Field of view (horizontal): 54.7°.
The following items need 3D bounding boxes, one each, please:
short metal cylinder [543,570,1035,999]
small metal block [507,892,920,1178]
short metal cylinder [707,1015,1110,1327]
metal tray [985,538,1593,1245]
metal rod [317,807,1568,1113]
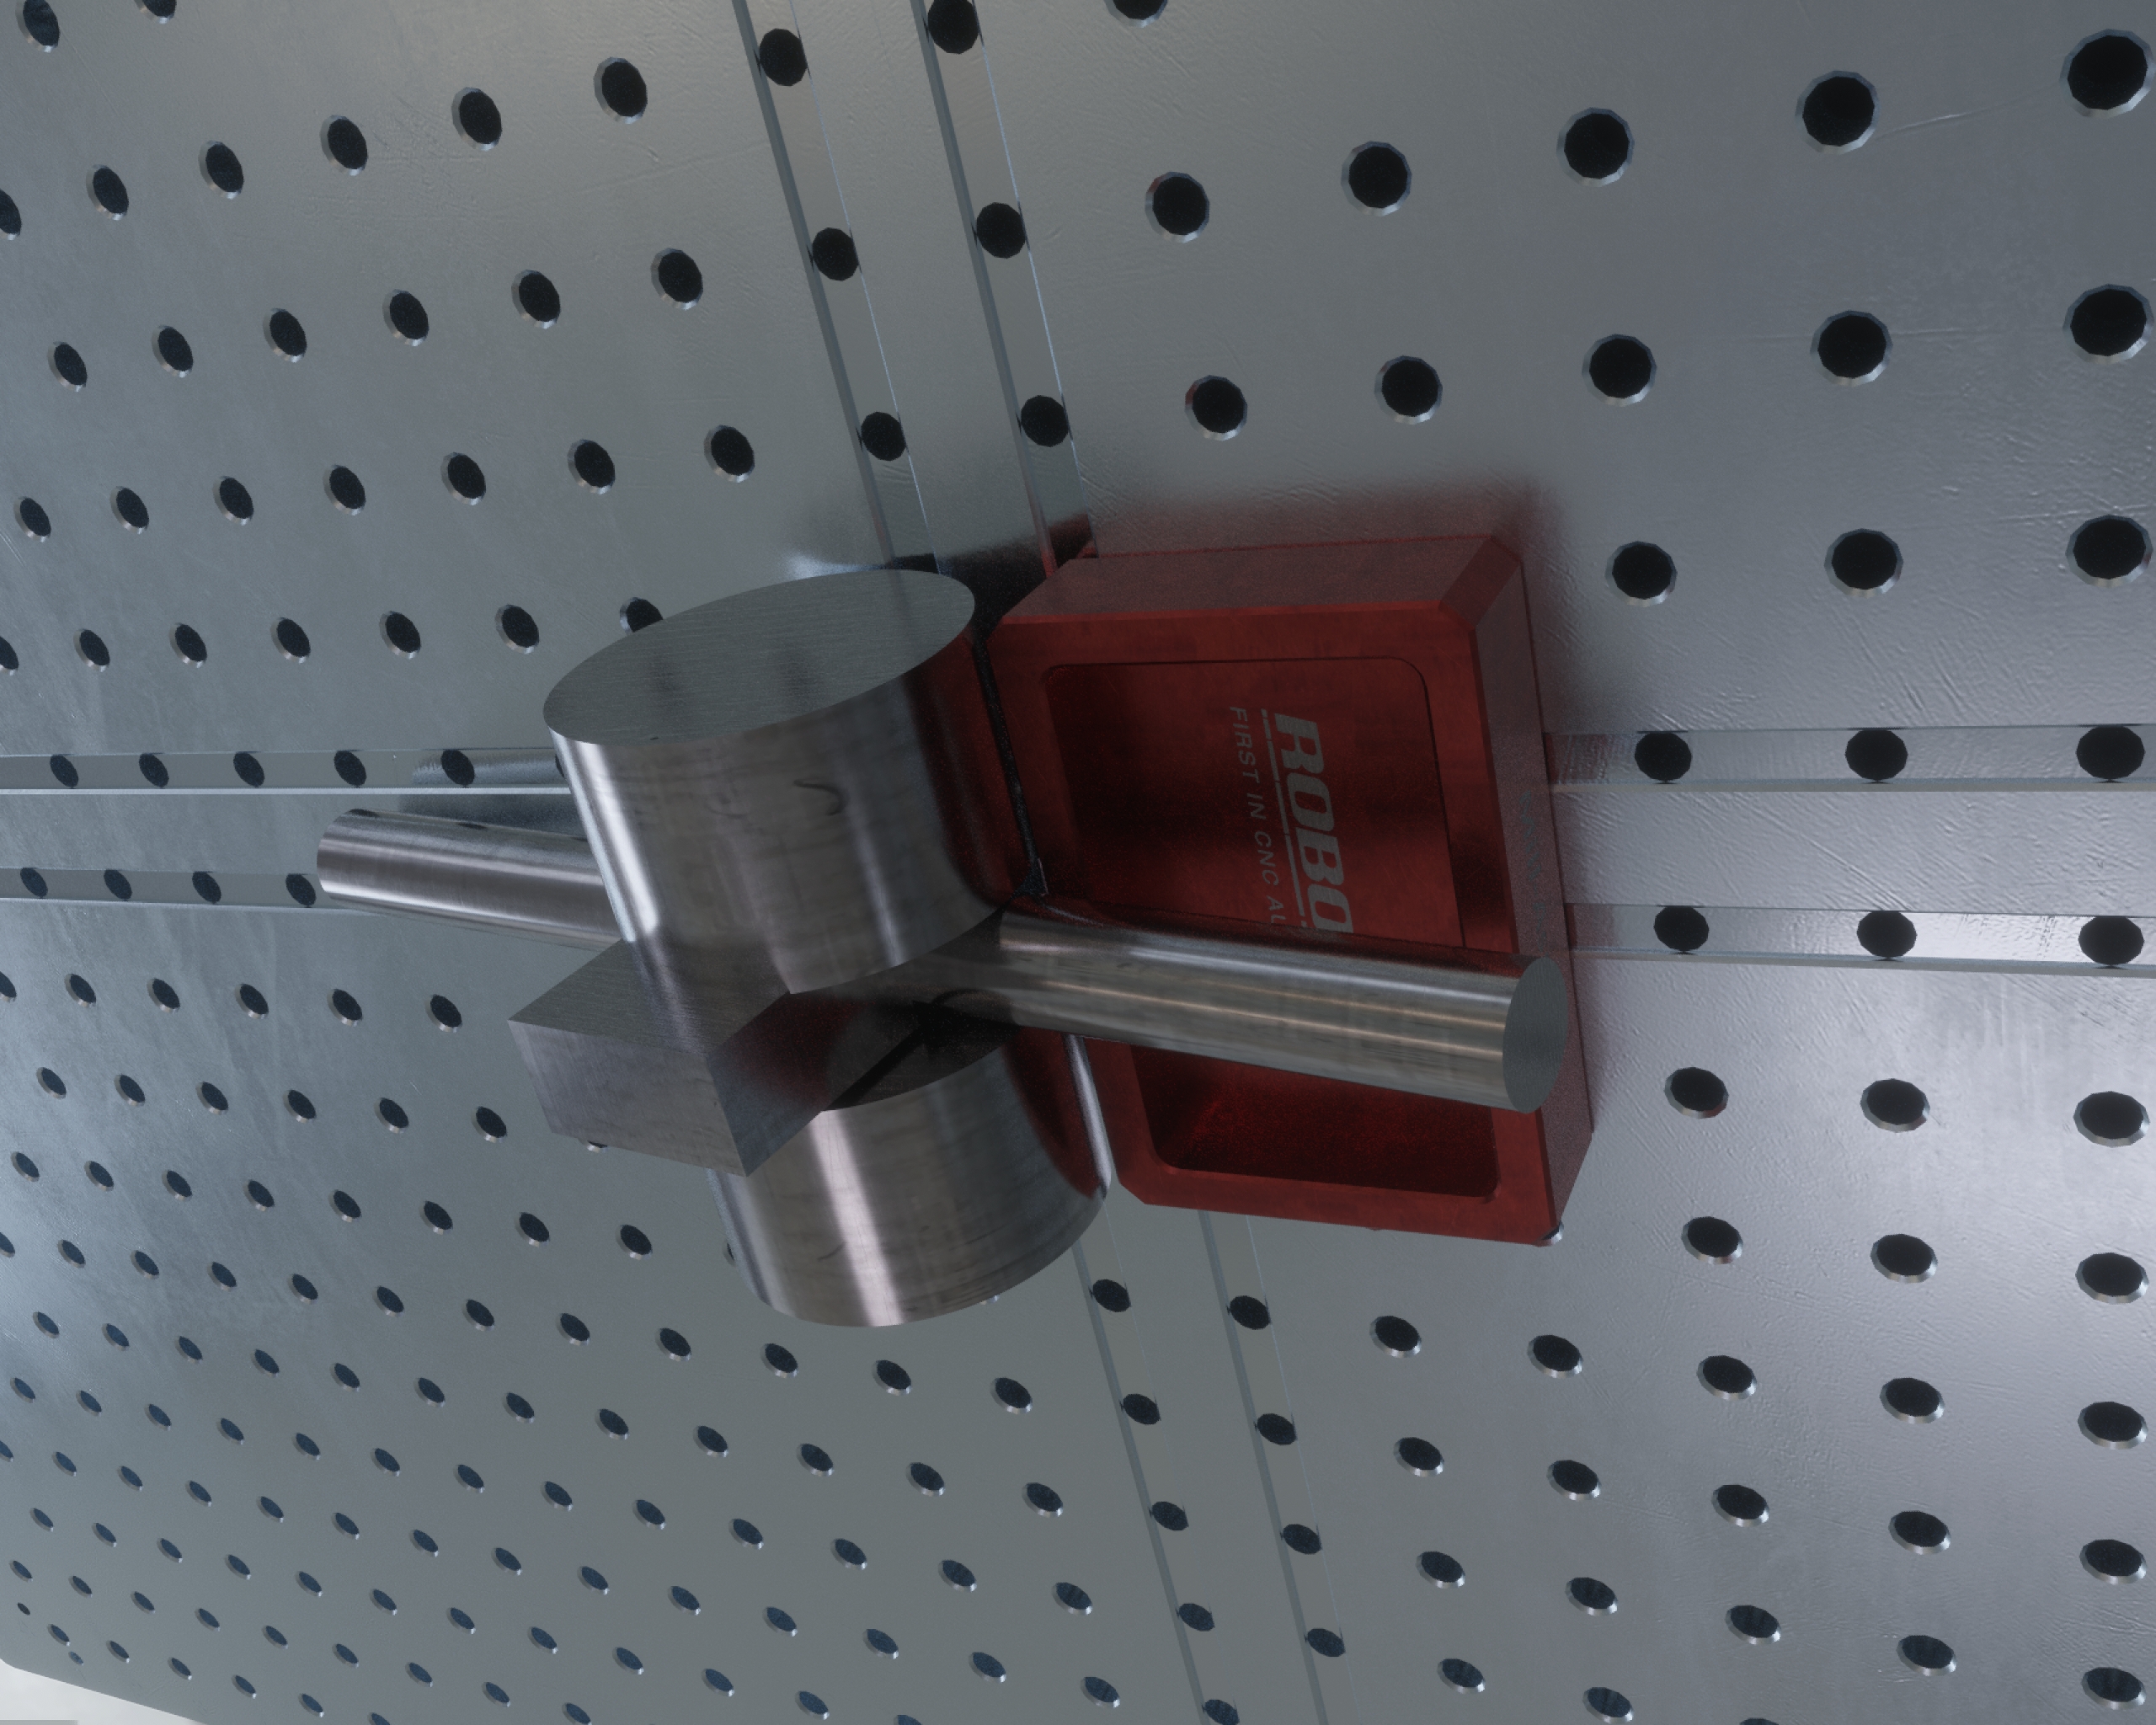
[{"bbox_3d":[-0.053,-0.017,0.391,0.080,0.080,0.050,1,119,28],"label":"short metal cylinder"},{"bbox_3d":[-0.067,0.030,0.387,0.050,0.050,0.025,6,121,35],"label":"small metal block"},{"bbox_3d":[-0.038,0.049,0.425,0.080,0.080,0.050,2,119,27],"label":"short metal cylinder"},{"bbox_3d":[0.042,0.007,0.390,0.090,0.030,0.129,1,119,27],"label":"metal tray"},{"bbox_3d":[-0.050,0.013,0.416,0.300,0.025,0.025,7,122,35],"label":"metal rod"}]
